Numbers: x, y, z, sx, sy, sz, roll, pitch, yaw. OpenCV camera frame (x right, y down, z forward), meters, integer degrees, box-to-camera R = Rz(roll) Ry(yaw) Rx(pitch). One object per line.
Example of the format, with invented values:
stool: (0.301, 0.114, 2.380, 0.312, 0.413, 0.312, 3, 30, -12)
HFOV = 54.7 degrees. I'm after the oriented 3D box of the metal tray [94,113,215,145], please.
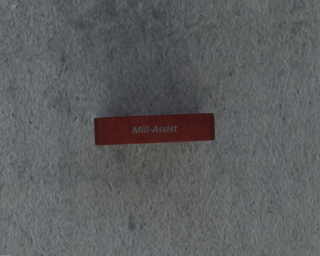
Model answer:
metal tray: (-0.006, 0.001, 0.377, 0.131, 0.090, 0.030, -2, 90, -1)
